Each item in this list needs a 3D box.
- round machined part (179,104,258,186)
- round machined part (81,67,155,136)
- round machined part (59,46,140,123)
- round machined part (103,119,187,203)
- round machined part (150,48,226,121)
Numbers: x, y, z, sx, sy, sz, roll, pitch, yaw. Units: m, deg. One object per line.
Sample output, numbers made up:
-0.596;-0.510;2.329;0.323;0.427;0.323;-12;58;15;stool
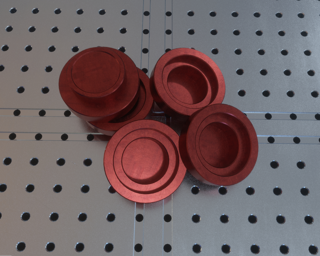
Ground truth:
0.068;0.022;0.383;0.099;0.042;0.097;3;80;-21;round machined part
-0.056;-0.035;0.414;0.099;0.042;0.098;0;70;-1;round machined part
-0.075;-0.059;0.378;0.099;0.042;0.098;0;70;-1;round machined part
-0.019;0.040;0.379;0.099;0.042;0.097;1;84;-10;round machined part
0.033;-0.054;0.413;0.099;0.042;0.098;6;70;-16;round machined part
